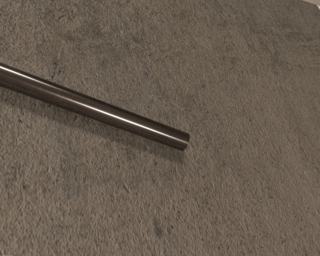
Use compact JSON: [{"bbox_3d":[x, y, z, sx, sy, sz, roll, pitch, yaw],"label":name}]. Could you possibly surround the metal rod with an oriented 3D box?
[{"bbox_3d":[-0.102,-0.032,0.368,0.302,0.025,0.025,20,54,-17],"label":"metal rod"}]
